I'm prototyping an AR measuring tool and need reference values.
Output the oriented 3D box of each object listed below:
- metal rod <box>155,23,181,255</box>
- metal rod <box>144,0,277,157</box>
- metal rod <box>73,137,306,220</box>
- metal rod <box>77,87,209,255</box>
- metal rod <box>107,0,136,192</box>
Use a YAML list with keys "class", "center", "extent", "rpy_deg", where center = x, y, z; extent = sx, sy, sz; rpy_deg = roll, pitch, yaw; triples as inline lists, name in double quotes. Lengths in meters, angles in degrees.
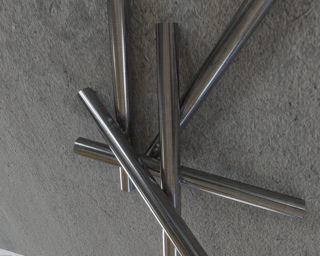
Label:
- class: "metal rod"
  center: [0.012, 0.031, 0.372]
  extent: [0.025, 0.025, 0.298]
  rpy_deg: [5, 106, 25]
- class: "metal rod"
  center: [0.041, -0.037, 0.362]
  extent: [0.025, 0.025, 0.298]
  rpy_deg: [36, 129, 4]
- class: "metal rod"
  center: [0.029, 0.062, 0.404]
  extent: [0.301, 0.025, 0.025]
  rpy_deg: [15, 125, 10]
- class: "metal rod"
  center: [-0.021, 0.062, 0.378]
  extent: [0.300, 0.025, 0.025]
  rpy_deg: [53, 133, 22]
- class: "metal rod"
  center: [-0.048, -0.034, 0.411]
  extent: [0.025, 0.025, 0.298]
  rpy_deg: [14, 124, 20]
